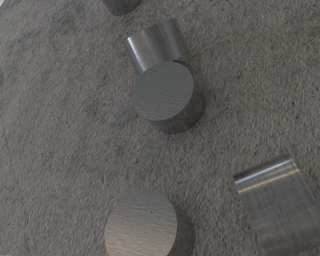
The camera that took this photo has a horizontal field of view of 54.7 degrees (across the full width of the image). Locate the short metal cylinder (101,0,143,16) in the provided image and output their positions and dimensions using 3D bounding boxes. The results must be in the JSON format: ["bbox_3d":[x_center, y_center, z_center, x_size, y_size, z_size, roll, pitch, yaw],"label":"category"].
[{"bbox_3d":[-0.075,-0.261,0.588,0.080,0.050,0.080,-13,56,21],"label":"short metal cylinder"}]

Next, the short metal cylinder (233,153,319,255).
[{"bbox_3d":[0.105,0.068,0.272,0.050,0.080,0.080,-25,53,13],"label":"short metal cylinder"}]

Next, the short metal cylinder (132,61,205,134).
[{"bbox_3d":[0.012,-0.038,0.397,0.080,0.050,0.080,-8,67,21],"label":"short metal cylinder"}]

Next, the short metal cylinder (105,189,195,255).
[{"bbox_3d":[-0.010,0.111,0.325,0.080,0.050,0.080,-13,56,21],"label":"short metal cylinder"}]

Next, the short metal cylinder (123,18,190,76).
[{"bbox_3d":[-0.005,-0.112,0.433,0.080,0.050,0.080,-23,11,5],"label":"short metal cylinder"}]
